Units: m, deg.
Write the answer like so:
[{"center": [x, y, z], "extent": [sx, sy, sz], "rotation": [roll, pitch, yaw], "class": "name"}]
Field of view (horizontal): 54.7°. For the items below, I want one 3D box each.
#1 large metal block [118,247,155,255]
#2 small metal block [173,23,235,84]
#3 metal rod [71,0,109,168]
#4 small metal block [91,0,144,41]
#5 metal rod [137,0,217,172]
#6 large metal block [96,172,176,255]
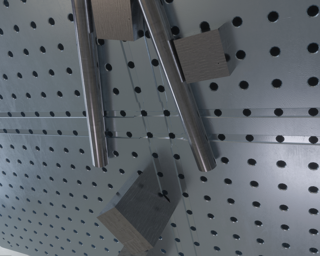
[{"center": [-0.047, 0.265, 0.565], "extent": [0.050, 0.080, 0.079], "rotation": [4, 120, 26], "class": "large metal block"}, {"center": [0.049, -0.080, 0.336], "extent": [0.050, 0.025, 0.050], "rotation": [-6, 116, 31], "class": "small metal block"}, {"center": [-0.093, -0.071, 0.416], "extent": [0.025, 0.025, 0.298], "rotation": [14, 124, 20], "class": "metal rod"}, {"center": [-0.048, -0.130, 0.357], "extent": [0.050, 0.025, 0.050], "rotation": [11, 123, 22], "class": "small metal block"}, {"center": [0.011, -0.079, 0.356], "extent": [0.025, 0.025, 0.299], "rotation": [-8, 115, 32], "class": "metal rod"}, {"center": [-0.034, 0.130, 0.474], "extent": [0.080, 0.080, 0.050], "rotation": [48, 129, -6], "class": "large metal block"}]
